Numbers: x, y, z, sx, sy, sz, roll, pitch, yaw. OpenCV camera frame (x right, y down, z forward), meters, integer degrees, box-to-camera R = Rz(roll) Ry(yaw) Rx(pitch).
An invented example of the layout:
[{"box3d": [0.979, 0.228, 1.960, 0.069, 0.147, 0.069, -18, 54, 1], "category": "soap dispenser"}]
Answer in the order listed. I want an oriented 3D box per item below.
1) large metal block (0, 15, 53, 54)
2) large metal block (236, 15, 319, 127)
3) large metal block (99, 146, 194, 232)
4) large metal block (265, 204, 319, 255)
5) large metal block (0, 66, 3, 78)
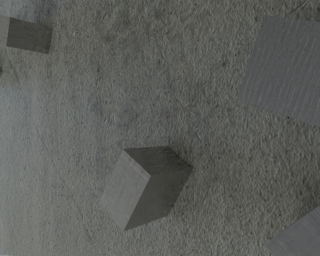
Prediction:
[{"box3d": [-0.265, -0.178, 0.588, 0.080, 0.081, 0.050, 23, 105, 37], "category": "large metal block"}, {"box3d": [0.129, -0.051, 0.282, 0.080, 0.050, 0.079, 25, 106, 37], "category": "large metal block"}, {"box3d": [-0.016, 0.071, 0.382, 0.050, 0.081, 0.079, 39, 114, 33], "category": "large metal block"}, {"box3d": [0.145, 0.084, 0.249, 0.080, 0.081, 0.050, -51, 60, 28], "category": "large metal block"}, {"box3d": [-0.429, -0.144, 0.724, 0.050, 0.081, 0.080, -49, 61, 29], "category": "large metal block"}]
